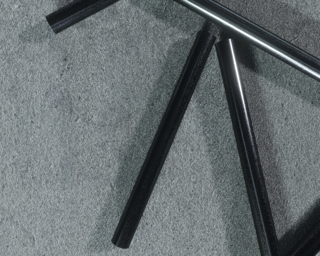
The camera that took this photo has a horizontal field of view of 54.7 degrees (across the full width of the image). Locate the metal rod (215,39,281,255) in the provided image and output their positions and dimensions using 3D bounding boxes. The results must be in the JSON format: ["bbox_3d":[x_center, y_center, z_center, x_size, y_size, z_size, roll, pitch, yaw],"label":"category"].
[{"bbox_3d":[0.117,0.032,0.410,0.025,0.025,0.298,-12,90,0],"label":"metal rod"}]

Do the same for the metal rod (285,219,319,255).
[{"bbox_3d":[0.197,0.158,0.411,0.025,0.025,0.300,43,90,0],"label":"metal rod"}]

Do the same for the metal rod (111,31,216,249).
[{"bbox_3d":[0.005,0.015,0.409,0.025,0.025,0.299,23,90,0],"label":"metal rod"}]

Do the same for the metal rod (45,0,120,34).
[{"bbox_3d":[-0.011,-0.207,0.409,0.301,0.025,0.025,-28,90,0],"label":"metal rod"}]

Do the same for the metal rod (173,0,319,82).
[{"bbox_3d":[0.136,-0.118,0.410,0.301,0.025,0.025,29,90,0],"label":"metal rod"}]
